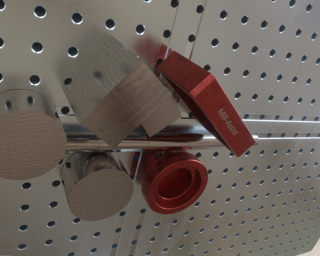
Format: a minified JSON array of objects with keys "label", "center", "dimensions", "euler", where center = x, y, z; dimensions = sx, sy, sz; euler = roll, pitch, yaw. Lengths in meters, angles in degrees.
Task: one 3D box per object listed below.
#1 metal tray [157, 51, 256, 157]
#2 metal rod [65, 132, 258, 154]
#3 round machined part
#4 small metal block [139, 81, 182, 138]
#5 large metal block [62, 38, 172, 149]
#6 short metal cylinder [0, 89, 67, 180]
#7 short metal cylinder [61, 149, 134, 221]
[{"label":"metal tray","center":[0.058,-0.028,0.383],"dimensions":[0.030,0.090,0.130],"euler":[-43,129,1]},{"label":"metal rod","center":[0.019,0.019,0.433],"dimensions":[0.303,0.025,0.025],"euler":[1,118,-29]},{"label":"round machined part","center":[0.018,0.076,0.457],"dimensions":[0.099,0.042,0.097],"euler":[-14,124,-21]},{"label":"small metal block","center":[-0.007,-0.024,0.392],"dimensions":[0.050,0.025,0.050],"euler":[-34,129,-6]},{"label":"large metal block","center":[-0.048,-0.039,0.325],"dimensions":[0.080,0.080,0.050],"euler":[-44,130,2]},{"label":"short metal cylinder","center":[-0.142,0.007,0.320],"dimensions":[0.081,0.050,0.079],"euler":[-14,124,-21]},{"label":"short metal cylinder","center":[-0.080,0.070,0.394],"dimensions":[0.081,0.050,0.079],"euler":[-14,124,-21]}]
